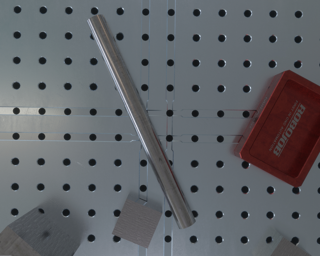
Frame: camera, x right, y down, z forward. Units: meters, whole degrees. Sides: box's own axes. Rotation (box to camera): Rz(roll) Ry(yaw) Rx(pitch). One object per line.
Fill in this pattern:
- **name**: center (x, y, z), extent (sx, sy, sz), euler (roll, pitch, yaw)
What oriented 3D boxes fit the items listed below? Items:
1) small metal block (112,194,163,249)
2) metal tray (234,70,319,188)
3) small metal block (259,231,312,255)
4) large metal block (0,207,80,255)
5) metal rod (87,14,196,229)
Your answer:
- **small metal block**: center (-0.030, 0.124, 0.413), extent (0.050, 0.025, 0.050), euler (23, 90, 0)
- **metal tray**: center (0.170, 0.001, 0.411), extent (0.090, 0.030, 0.130), euler (29, 90, 0)
- **small metal block**: center (0.167, 0.176, 0.415), extent (0.050, 0.025, 0.050), euler (34, 90, 0)
- **large metal block**: center (-0.157, 0.154, 0.385), extent (0.080, 0.080, 0.050), euler (42, 90, 0)
- **metal rod**: center (-0.025, -0.008, 0.412), extent (0.025, 0.025, 0.299), euler (-24, 90, 0)
